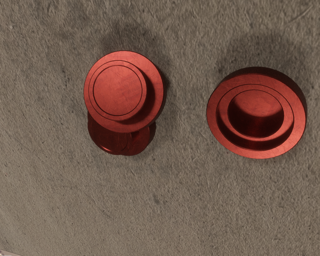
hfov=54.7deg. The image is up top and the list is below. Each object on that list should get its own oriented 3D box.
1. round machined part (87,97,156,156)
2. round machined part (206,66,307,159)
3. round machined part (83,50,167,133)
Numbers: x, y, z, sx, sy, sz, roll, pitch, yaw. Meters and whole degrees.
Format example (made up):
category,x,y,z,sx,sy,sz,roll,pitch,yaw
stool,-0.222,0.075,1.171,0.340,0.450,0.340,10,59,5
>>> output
category,x,y,z,sx,sy,sz,roll,pitch,yaw
round machined part,-0.059,-0.002,0.424,0.098,0.042,0.097,13,124,20
round machined part,0.103,-0.019,0.329,0.098,0.042,0.097,13,124,20
round machined part,-0.044,-0.042,0.363,0.098,0.042,0.097,0,92,9
